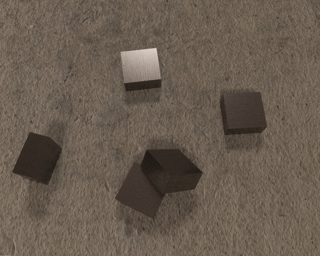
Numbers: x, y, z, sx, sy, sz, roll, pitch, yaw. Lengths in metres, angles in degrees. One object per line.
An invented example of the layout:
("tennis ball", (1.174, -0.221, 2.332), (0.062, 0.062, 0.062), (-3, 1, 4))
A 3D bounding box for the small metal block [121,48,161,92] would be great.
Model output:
("small metal block", (-0.027, -0.082, 0.438), (0.050, 0.025, 0.050), (-7, 70, -3))

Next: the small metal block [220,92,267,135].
("small metal block", (0.111, -0.019, 0.417), (0.050, 0.025, 0.050), (-3, 70, -2))

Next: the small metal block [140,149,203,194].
("small metal block", (0.013, 0.049, 0.367), (0.050, 0.025, 0.050), (2, 30, -39))

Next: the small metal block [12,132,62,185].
("small metal block", (-0.148, 0.039, 0.379), (0.025, 0.050, 0.050), (14, 71, 5))

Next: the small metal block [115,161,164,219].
("small metal block", (-0.019, 0.076, 0.380), (0.050, 0.025, 0.050), (25, 72, 8))
